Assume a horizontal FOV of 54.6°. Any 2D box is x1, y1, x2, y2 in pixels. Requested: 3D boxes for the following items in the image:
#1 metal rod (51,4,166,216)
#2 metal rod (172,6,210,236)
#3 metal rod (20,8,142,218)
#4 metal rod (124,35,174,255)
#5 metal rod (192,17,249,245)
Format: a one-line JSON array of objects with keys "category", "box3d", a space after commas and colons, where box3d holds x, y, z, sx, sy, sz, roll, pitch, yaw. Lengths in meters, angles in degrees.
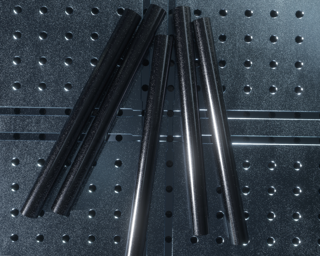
[{"category": "metal rod", "box3d": [-0.068, -0.024, 0.413, 0.025, 0.025, 0.299, 26, 90, 0]}, {"category": "metal rod", "box3d": [0.042, -0.009, 0.414, 0.025, 0.025, 0.298, -5, 90, 0]}, {"category": "metal rod", "box3d": [-0.104, -0.019, 0.412, 0.025, 0.025, 0.299, 28, 90, 0]}, {"category": "metal rod", "box3d": [-0.015, 0.027, 0.413, 0.025, 0.025, 0.298, 8, 90, 0]}, {"category": "metal rod", "box3d": [0.081, 0.004, 0.414, 0.025, 0.025, 0.299, -10, 90, 0]}]
